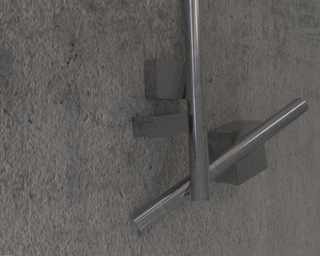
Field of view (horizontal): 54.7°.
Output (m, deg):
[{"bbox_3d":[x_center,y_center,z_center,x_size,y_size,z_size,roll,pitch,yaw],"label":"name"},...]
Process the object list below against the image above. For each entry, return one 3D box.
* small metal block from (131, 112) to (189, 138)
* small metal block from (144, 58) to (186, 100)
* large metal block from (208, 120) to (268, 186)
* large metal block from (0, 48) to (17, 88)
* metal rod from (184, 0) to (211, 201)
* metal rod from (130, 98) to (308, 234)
[{"bbox_3d":[0.000,-0.004,0.388,0.050,0.050,0.025,-9,96,-40],"label":"small metal block"},{"bbox_3d":[0.007,-0.063,0.410,0.050,0.025,0.050,-3,92,-40],"label":"small metal block"},{"bbox_3d":[0.122,0.036,0.490,0.081,0.050,0.079,-18,102,-39],"label":"large metal block"},{"bbox_3d":[-0.168,-0.046,0.228,0.080,0.080,0.050,29,72,-36],"label":"large metal block"},{"bbox_3d":[0.048,-0.057,0.411,0.025,0.025,0.299,10,74,-40],"label":"metal rod"},{"bbox_3d":[0.092,0.043,0.425,0.302,0.025,0.025,-32,112,-17],"label":"metal rod"}]
